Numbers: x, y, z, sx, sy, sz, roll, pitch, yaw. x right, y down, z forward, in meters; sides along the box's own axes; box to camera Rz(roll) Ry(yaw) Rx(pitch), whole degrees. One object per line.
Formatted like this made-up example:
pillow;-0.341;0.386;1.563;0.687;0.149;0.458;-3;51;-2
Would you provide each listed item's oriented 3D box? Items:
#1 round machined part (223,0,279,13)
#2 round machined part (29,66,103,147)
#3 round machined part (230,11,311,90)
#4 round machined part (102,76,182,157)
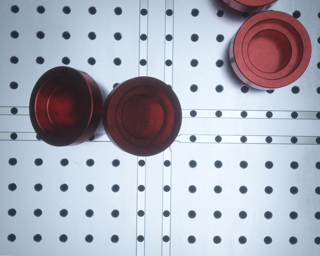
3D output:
round machined part;0.119;-0.200;0.406;0.099;0.042;0.097;0;90;-1
round machined part;-0.113;-0.026;0.392;0.098;0.042;0.097;-1;88;24
round machined part;0.140;-0.098;0.407;0.099;0.042;0.097;0;90;-1
round machined part;-0.025;-0.015;0.393;0.099;0.042;0.097;-1;92;-24
